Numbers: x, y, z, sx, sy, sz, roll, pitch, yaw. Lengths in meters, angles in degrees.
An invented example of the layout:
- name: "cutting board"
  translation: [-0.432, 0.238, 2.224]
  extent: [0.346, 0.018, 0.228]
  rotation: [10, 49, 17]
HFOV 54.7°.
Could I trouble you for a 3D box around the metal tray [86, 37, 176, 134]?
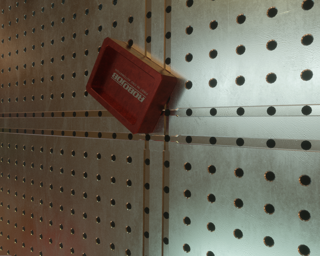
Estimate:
- name: "metal tray"
  translation: [-0.047, -0.062, 0.442]
  extent: [0.130, 0.030, 0.089]
  rotation: [40, 114, 32]
